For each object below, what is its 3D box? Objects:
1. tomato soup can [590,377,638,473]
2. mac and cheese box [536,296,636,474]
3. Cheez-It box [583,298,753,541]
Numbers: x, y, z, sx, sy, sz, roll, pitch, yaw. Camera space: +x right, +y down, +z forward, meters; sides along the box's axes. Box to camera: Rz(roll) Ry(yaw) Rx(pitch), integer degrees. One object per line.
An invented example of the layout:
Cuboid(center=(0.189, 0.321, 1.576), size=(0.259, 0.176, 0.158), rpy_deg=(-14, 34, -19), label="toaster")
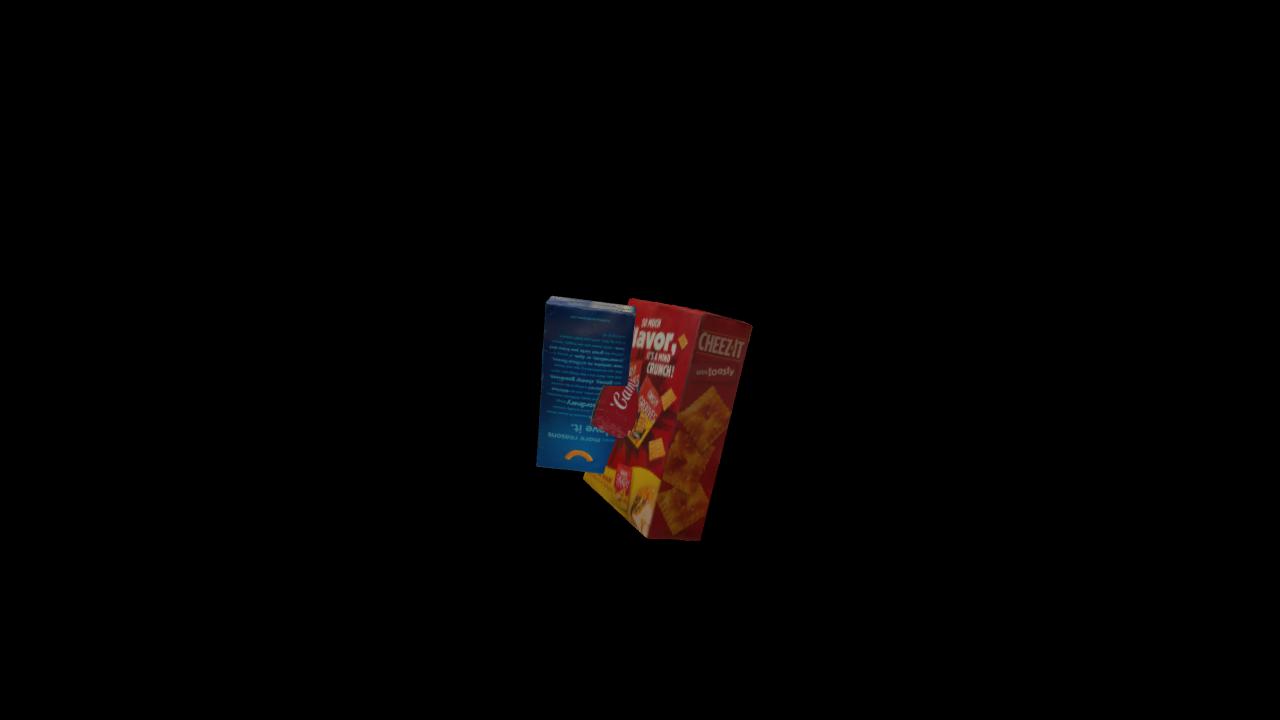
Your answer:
Cuboid(center=(0.007, 0.060, 0.653), size=(0.101, 0.068, 0.068), rpy_deg=(23, 4, 9), label="tomato soup can")
Cuboid(center=(-0.058, 0.029, 0.654), size=(0.093, 0.184, 0.041), rpy_deg=(6, 19, -2), label="mac and cheese box")
Cuboid(center=(0.022, 0.053, 0.650), size=(0.071, 0.223, 0.166), rpy_deg=(11, 4, -28), label="Cheez-It box")
